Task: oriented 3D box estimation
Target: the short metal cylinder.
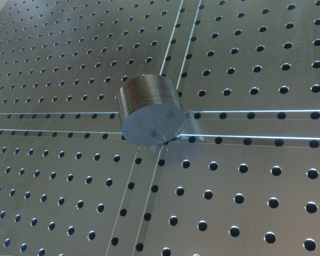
[{"bbox_3d":[-0.012,-0.021,0.392,0.080,0.080,0.050,-25,52,13],"label":"short metal cylinder"}]
